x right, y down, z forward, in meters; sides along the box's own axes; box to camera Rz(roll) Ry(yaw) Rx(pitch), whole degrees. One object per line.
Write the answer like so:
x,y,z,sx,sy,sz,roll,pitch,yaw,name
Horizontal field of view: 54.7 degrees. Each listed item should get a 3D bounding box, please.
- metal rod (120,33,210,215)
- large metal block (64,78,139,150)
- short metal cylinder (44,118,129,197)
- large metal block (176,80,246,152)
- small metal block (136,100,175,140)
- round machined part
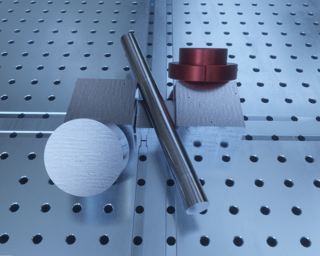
-0.006,-0.030,0.399,0.025,0.025,0.300,-13,51,-11,metal rod
-0.072,-0.019,0.408,0.080,0.050,0.080,2,50,1,large metal block
-0.077,0.029,0.339,0.080,0.050,0.079,0,93,1,short metal cylinder
0.061,-0.017,0.406,0.081,0.050,0.080,1,50,0,large metal block
-0.005,-0.011,0.417,0.050,0.025,0.050,1,50,0,small metal block
0.061,-0.093,0.443,0.099,0.042,0.098,1,15,0,round machined part
